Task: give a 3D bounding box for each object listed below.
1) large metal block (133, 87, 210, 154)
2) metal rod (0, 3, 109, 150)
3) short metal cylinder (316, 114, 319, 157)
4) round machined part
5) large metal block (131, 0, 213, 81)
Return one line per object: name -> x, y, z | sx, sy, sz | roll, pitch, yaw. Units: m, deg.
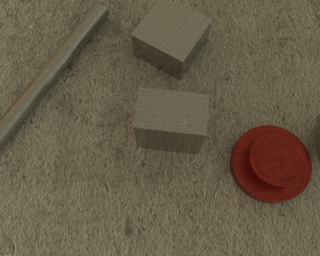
large metal block -> 0.013, -0.006, 0.381 | 0.080, 0.080, 0.050 | 6, 70, 2
metal rod -> -0.165, -0.060, 0.427 | 0.025, 0.025, 0.300 | 29, 72, 10
short metal cylinder -> 0.238, 0.009, 0.379 | 0.081, 0.080, 0.050 | 4, 70, 1
round machined part -> 0.141, 0.042, 0.386 | 0.099, 0.042, 0.098 | 0, 70, -1
large metal block -> 0.017, -0.128, 0.442 | 0.080, 0.050, 0.080 | 30, 73, 10
